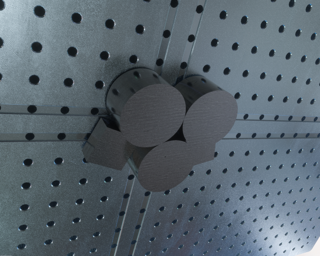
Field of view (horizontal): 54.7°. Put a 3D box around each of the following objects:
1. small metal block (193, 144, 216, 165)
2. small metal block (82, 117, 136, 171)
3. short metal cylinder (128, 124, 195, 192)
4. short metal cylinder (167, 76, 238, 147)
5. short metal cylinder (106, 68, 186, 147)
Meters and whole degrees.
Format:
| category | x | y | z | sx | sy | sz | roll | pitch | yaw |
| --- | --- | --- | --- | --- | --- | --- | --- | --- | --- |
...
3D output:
| category | x | y | z | sx | sy | sz | roll | pitch | yaw |
| --- | --- | --- | --- | --- | --- | --- | --- | --- | --- |
| small metal block | 0.053 | 0.026 | 0.452 | 0.050 | 0.025 | 0.050 | -13 | 124 | -21 |
| small metal block | -0.061 | 0.021 | 0.387 | 0.050 | 0.025 | 0.050 | 23 | 106 | -37 |
| short metal cylinder | -0.001 | 0.038 | 0.414 | 0.081 | 0.050 | 0.079 | -14 | 124 | -21 |
| short metal cylinder | 0.053 | -0.022 | 0.406 | 0.081 | 0.050 | 0.079 | -14 | 124 | -21 |
| short metal cylinder | -0.017 | -0.024 | 0.366 | 0.081 | 0.050 | 0.079 | -14 | 124 | -21 |
